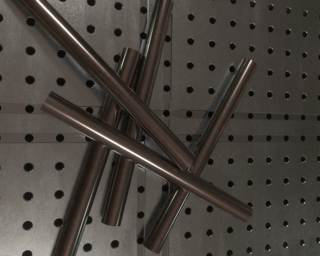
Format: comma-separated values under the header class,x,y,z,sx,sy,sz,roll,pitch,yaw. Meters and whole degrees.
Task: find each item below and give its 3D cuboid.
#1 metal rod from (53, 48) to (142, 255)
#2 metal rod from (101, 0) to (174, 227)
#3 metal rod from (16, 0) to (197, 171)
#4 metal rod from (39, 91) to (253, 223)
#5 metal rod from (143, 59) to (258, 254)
class,x,y,z,sx,sy,sz,roll,pitch,yaw
metal rod,-0.080,0.044,0.383,0.025,0.025,0.299,20,83,-19
metal rod,-0.028,-0.025,0.403,0.025,0.025,0.298,15,85,-20
metal rod,-0.068,-0.064,0.365,0.300,0.025,0.025,46,75,-6
metal rod,-0.003,0.045,0.384,0.301,0.025,0.025,31,80,-18
metal rod,0.061,0.032,0.436,0.025,0.025,0.300,33,79,-18
